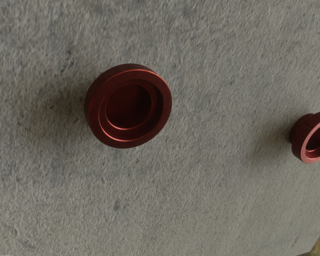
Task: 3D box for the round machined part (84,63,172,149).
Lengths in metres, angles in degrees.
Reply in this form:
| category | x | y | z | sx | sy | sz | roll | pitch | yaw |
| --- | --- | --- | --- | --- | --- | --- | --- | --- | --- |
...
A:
| category | x | y | z | sx | sy | sz | roll | pitch | yaw |
| --- | --- | --- | --- | --- | --- | --- | --- | --- | --- |
| round machined part | -0.039 | -0.028 | 0.358 | 0.099 | 0.042 | 0.097 | -14 | 125 | -21 |

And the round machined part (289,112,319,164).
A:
| category | x | y | z | sx | sy | sz | roll | pitch | yaw |
| --- | --- | --- | --- | --- | --- | --- | --- | --- | --- |
| round machined part | 0.274 | 0.012 | 0.557 | 0.099 | 0.042 | 0.097 | -14 | 125 | -21 |
